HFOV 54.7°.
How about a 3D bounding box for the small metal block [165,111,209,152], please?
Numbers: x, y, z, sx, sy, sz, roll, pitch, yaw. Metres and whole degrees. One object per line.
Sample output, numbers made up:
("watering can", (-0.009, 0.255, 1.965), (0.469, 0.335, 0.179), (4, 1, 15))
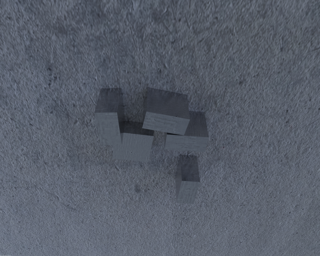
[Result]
("small metal block", (0.032, 0.003, 0.393), (0.050, 0.050, 0.025), (4, 130, -4))

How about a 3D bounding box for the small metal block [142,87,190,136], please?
("small metal block", (0.007, -0.021, 0.373), (0.050, 0.050, 0.025), (10, 129, -9))

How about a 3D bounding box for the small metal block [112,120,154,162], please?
("small metal block", (-0.037, 0.018, 0.422), (0.050, 0.025, 0.050), (7, 130, -6))

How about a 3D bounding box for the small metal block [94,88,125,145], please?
("small metal block", (-0.059, -0.014, 0.378), (0.025, 0.050, 0.050), (-1, 130, 1))

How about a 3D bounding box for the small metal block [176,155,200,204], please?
("small metal block", (0.039, 0.075, 0.455), (0.025, 0.050, 0.050), (5, 130, -4))
